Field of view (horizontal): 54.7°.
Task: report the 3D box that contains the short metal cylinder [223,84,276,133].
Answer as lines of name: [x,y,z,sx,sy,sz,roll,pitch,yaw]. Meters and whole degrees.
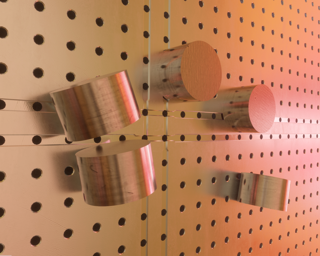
short metal cylinder: [0.151,-0.032,0.523,0.081,0.050,0.079,0,90,-40]

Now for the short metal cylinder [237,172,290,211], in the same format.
short metal cylinder: [0.175,0.107,0.523,0.080,0.080,0.050,18,79,-39]

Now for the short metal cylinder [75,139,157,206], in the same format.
short metal cylinder: [-0.046,0.045,0.336,0.081,0.080,0.050,-14,100,-39]

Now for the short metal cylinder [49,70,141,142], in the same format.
short metal cylinder: [-0.065,-0.025,0.320,0.081,0.080,0.050,-28,108,-37]

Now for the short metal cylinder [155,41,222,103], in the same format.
short metal cylinder: [0.040,-0.075,0.429,0.081,0.050,0.079,0,90,-40]
